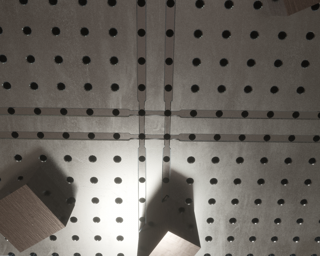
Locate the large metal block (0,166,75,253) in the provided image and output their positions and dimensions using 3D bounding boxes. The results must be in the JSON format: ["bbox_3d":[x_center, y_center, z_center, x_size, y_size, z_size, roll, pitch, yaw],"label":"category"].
[{"bbox_3d":[-0.184,0.115,0.440,0.080,0.050,0.080,-31,108,10],"label":"large metal block"}]

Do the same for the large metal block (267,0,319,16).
[{"bbox_3d":[0.158,-0.177,0.337,0.080,0.050,0.080,-22,109,7],"label":"large metal block"}]

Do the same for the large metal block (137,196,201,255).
[{"bbox_3d":[0.010,0.160,0.443,0.050,0.080,0.080,31,107,-11],"label":"large metal block"}]
